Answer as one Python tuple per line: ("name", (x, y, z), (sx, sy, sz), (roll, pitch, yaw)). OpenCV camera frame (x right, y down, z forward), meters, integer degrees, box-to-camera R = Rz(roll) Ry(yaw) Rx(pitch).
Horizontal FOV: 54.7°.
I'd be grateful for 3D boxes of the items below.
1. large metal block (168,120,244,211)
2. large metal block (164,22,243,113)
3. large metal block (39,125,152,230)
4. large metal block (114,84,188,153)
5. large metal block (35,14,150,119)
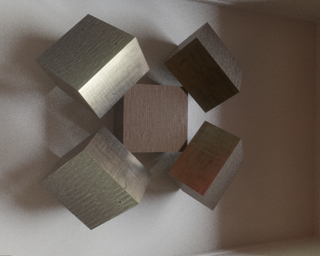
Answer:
("large metal block", (0.063, 0.050, 0.395), (0.080, 0.050, 0.080), (-54, 151, -13))
("large metal block", (0.059, -0.079, 0.395), (0.080, 0.050, 0.080), (48, 32, -13))
("large metal block", (-0.071, 0.057, 0.348), (0.080, 0.050, 0.080), (-34, 106, 29))
("large metal block", (-0.012, -0.011, 0.390), (0.081, 0.050, 0.080), (1, 90, -20))
("large metal block", (-0.073, -0.070, 0.344), (0.080, 0.080, 0.050), (-48, 148, -14))
